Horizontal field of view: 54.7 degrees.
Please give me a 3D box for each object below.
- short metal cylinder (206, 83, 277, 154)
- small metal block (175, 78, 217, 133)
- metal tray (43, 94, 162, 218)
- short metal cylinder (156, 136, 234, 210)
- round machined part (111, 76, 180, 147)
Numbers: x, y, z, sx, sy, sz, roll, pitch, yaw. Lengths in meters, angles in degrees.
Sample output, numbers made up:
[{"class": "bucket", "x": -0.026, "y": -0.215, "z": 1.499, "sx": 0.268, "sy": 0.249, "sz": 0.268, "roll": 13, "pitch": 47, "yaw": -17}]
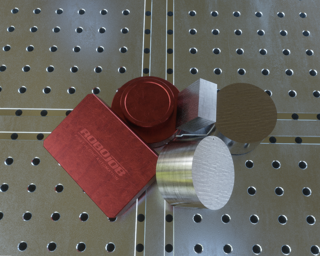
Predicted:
[{"class": "short metal cylinder", "x": 0.102, "y": -0.011, "z": 0.400, "sx": 0.081, "sy": 0.050, "sz": 0.080, "roll": 0, "pitch": 70, "yaw": 0}, {"class": "small metal block", "x": 0.045, "y": -0.026, "z": 0.385, "sx": 0.025, "sy": 0.050, "sz": 0.050, "roll": 16, "pitch": 67, "yaw": -24}, {"class": "metal tray", "x": -0.068, "y": 0.032, "z": 0.381, "sx": 0.130, "sy": 0.030, "sz": 0.090, "roll": 44, "pitch": 91, "yaw": 13}, {"class": "short metal cylinder", "x": 0.042, "y": 0.051, "z": 0.354, "sx": 0.050, "sy": 0.080, "sz": 0.080, "roll": -9, "pitch": 63, "yaw": 43}, {"class": "round machined part", "x": -0.016, "y": -0.026, "z": 0.408, "sx": 0.099, "sy": 0.042, "sz": 0.098, "roll": 0, "pitch": 70, "yaw": 0}]
